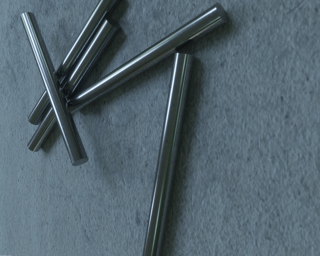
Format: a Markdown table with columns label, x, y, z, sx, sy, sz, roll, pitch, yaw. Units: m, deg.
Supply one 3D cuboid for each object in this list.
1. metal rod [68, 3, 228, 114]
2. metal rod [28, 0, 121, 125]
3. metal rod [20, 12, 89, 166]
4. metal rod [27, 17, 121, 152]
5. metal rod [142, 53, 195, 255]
| label | x | y | z | sx | sy | sz | roll | pitch | yaw |
| --- | --- | --- | --- | --- | --- | --- | --- | --- | --- |
| metal rod | -0.041 | -0.082 | 0.436 | 0.299 | 0.025 | 0.025 | -23 | 76 | 37 |
| metal rod | -0.155 | -0.109 | 0.529 | 0.299 | 0.025 | 0.025 | -46 | 63 | 30 |
| metal rod | -0.181 | -0.076 | 0.516 | 0.025 | 0.025 | 0.299 | -39 | 67 | 33 |
| metal rod | -0.157 | -0.060 | 0.531 | 0.299 | 0.025 | 0.025 | -47 | 62 | 29 |
| metal rod | 0.007 | 0.057 | 0.397 | 0.025 | 0.025 | 0.298 | 15 | 99 | 38 |
